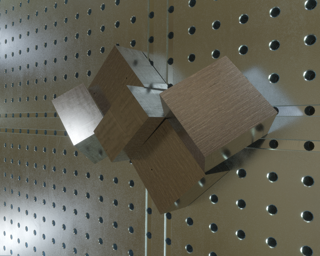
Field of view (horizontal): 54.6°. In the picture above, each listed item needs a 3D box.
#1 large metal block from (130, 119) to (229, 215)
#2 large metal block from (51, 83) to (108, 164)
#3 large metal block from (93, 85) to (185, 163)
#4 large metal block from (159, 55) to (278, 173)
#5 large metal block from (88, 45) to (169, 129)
[{"bbox_3d":[0.021,0.045,0.376,0.080,0.050,0.080,-48,60,29],"label":"large metal block"},{"bbox_3d":[-0.103,-0.004,0.450,0.050,0.080,0.080,-31,65,-6],"label":"large metal block"},{"bbox_3d":[-0.023,-0.005,0.393,0.080,0.081,0.050,-50,62,28],"label":"large metal block"},{"bbox_3d":[0.057,-0.014,0.319,0.080,0.050,0.080,-31,65,-7],"label":"large metal block"},{"bbox_3d":[-0.045,-0.054,0.431,0.080,0.050,0.080,-50,61,30],"label":"large metal block"}]
